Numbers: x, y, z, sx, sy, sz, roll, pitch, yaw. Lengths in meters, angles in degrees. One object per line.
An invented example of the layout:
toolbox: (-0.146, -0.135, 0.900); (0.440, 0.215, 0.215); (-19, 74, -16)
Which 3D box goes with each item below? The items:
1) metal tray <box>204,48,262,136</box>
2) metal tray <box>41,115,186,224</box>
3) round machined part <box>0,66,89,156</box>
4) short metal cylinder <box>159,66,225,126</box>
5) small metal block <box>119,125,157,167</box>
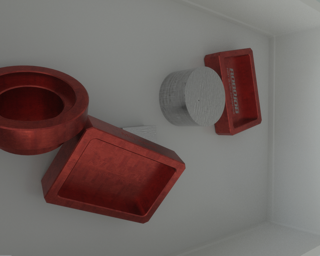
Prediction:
metal tray: (0.122, -0.061, 0.508); (0.091, 0.030, 0.129); (-18, 102, -39)
metal tray: (-0.046, 0.050, 0.336); (0.131, 0.030, 0.090); (25, 103, -35)
round machined part: (-0.116, -0.013, 0.276); (0.099, 0.098, 0.042); (-20, 139, -39)
short metal cylinder: (0.046, -0.042, 0.431); (0.081, 0.050, 0.079); (0, 90, -40)
small metal block: (-0.031, 0.023, 0.383); (0.050, 0.025, 0.050); (-5, 94, -40)
